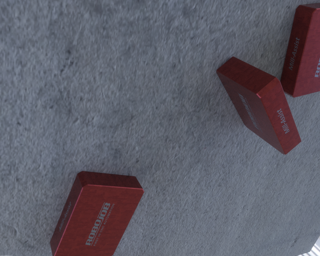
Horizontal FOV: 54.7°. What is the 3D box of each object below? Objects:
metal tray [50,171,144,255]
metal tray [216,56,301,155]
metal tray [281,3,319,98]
[{"bbox_3d":[-0.089,0.125,0.434,0.091,0.030,0.129,13,112,-34],"label":"metal tray"},{"bbox_3d":[0.135,-0.029,0.422,0.030,0.090,0.130,-41,130,-1],"label":"metal tray"},{"bbox_3d":[0.234,-0.116,0.463,0.091,0.030,0.129,-14,125,-21],"label":"metal tray"}]
